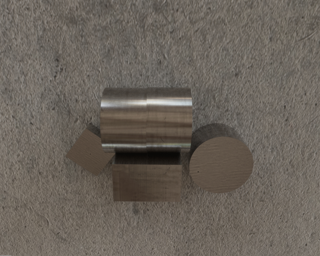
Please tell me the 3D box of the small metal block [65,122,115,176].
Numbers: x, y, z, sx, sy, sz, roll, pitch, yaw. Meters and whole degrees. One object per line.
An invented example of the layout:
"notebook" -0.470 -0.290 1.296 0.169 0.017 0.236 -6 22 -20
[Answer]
"small metal block" -0.090 0.029 0.421 0.050 0.025 0.050 36 106 -13

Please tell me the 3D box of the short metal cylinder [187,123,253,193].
"short metal cylinder" 0.077 0.039 0.412 0.081 0.050 0.079 0 110 0

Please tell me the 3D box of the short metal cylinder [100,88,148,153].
"short metal cylinder" -0.040 -0.009 0.378 0.050 0.080 0.079 1 110 0

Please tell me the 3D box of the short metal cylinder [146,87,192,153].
"short metal cylinder" 0.010 -0.010 0.379 0.050 0.080 0.079 1 110 0

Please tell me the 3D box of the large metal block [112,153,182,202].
"large metal block" -0.015 0.051 0.401 0.081 0.080 0.050 1 110 -1
